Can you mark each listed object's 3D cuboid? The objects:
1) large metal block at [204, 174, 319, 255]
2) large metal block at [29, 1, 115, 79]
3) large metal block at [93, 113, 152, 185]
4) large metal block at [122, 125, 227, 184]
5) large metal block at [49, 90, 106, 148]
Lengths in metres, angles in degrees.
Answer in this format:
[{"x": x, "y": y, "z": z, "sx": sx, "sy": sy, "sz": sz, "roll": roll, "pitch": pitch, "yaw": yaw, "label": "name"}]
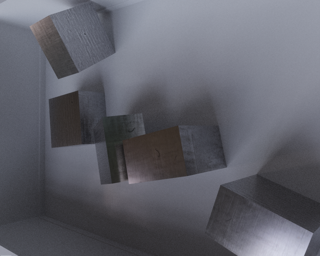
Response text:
[{"x": 0.102, "y": 0.087, "z": 0.286, "sx": 0.080, "sy": 0.081, "sz": 0.050, "roll": 24, "pitch": 105, "yaw": 37, "label": "large metal block"}, {"x": -0.124, "y": -0.128, "z": 0.452, "sx": 0.050, "sy": 0.080, "sz": 0.080, "roll": -6, "pitch": 116, "yaw": 39, "label": "large metal block"}, {"x": -0.053, "y": 0.030, "z": 0.410, "sx": 0.080, "sy": 0.050, "sz": 0.080, "roll": 151, "pitch": 110, "yaw": -67, "label": "large metal block"}, {"x": 0.017, "y": 0.030, "z": 0.355, "sx": 0.080, "sy": 0.081, "sz": 0.050, "roll": -15, "pitch": 80, "yaw": 38, "label": "large metal block"}, {"x": -0.131, "y": -0.012, "z": 0.496, "sx": 0.080, "sy": 0.050, "sz": 0.080, "roll": -8, "pitch": 85, "yaw": 39, "label": "large metal block"}]
